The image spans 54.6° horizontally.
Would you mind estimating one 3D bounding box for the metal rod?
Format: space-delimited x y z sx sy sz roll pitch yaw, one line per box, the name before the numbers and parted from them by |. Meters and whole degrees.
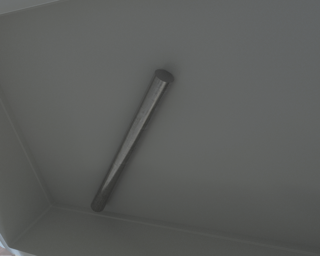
metal rod | -0.053 0.039 0.461 0.025 0.025 0.298 34 129 5
